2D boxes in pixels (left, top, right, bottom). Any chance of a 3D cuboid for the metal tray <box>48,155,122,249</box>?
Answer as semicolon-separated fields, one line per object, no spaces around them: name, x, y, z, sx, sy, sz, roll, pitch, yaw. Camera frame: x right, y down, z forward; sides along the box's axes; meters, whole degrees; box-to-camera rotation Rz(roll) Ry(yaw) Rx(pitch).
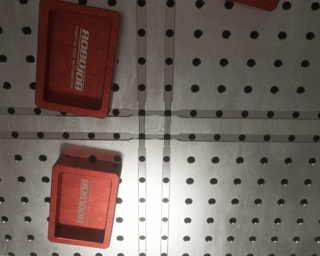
metal tray;-0.110;0.110;0.449;0.091;0.030;0.129;9;110;-4

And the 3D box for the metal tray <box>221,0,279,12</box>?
metal tray;0.102;-0.204;0.336;0.091;0.030;0.129;13;110;-6

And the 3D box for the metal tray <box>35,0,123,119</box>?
metal tray;-0.099;-0.082;0.378;0.091;0.030;0.129;10;110;-4
